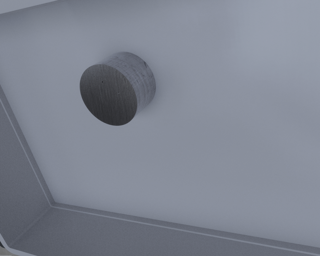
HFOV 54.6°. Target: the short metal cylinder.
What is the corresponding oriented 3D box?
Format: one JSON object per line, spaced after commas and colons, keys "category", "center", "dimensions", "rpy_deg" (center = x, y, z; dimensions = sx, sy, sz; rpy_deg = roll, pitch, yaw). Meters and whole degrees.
{"category": "short metal cylinder", "center": [-0.052, -0.050, 0.390], "dimensions": [0.080, 0.050, 0.080], "rpy_deg": [13, 124, 21]}
